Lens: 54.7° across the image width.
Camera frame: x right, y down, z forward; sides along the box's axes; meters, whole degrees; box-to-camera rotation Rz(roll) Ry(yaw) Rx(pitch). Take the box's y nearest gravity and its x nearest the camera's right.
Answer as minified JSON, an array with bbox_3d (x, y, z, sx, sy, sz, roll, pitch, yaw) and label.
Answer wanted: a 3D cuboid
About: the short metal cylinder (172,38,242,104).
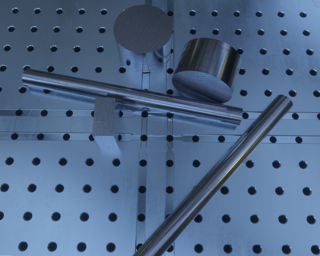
[{"bbox_3d":[0.062,-0.073,0.410,0.080,0.080,0.050,18,71,6],"label":"short metal cylinder"}]

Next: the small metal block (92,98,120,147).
[{"bbox_3d":[-0.068,-0.006,0.400,0.025,0.050,0.050,0,70,0],"label":"small metal block"}]

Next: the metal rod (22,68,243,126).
[{"bbox_3d":[-0.039,-0.043,0.427,0.302,0.025,0.025,11,71,4],"label":"metal rod"}]

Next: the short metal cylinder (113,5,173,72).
[{"bbox_3d":[-0.023,-0.128,0.445,0.081,0.050,0.080,0,70,0],"label":"short metal cylinder"}]

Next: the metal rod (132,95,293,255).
[{"bbox_3d":[0.068,0.066,0.388,0.025,0.025,0.301,42,75,13],"label":"metal rod"}]
